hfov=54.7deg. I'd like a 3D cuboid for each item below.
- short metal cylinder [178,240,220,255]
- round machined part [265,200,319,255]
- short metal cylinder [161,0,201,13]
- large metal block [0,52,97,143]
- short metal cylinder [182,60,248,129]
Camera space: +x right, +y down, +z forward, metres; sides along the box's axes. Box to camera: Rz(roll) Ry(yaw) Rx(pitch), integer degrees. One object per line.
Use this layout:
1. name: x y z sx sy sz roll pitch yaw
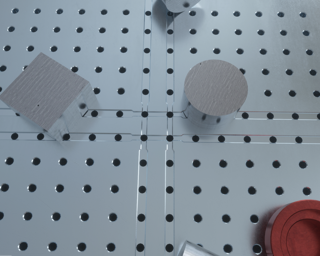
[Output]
1. short metal cylinder: 0.035 0.166 0.322 0.050 0.080 0.080 24 72 8
2. round machined part: 0.169 0.134 0.355 0.099 0.042 0.098 0 70 0
3. short metal cylinder: 0.031 -0.222 0.464 0.080 0.080 0.050 -28 73 -10
4. large metal block: -0.145 -0.040 0.412 0.080 0.050 0.080 32 73 11
5. short metal cylinder: 0.071 -0.044 0.415 0.081 0.050 0.080 0 70 0
